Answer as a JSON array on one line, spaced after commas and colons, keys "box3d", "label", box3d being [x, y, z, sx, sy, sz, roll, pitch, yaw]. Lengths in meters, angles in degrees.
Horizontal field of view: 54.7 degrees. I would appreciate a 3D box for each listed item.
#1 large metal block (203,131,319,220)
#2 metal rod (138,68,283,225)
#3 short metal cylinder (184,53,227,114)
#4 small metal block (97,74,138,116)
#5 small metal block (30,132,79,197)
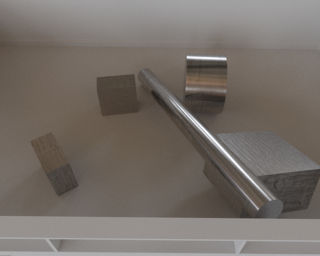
[{"box3d": [0.103, 0.045, 0.326, 0.081, 0.050, 0.080, -3, 27, -19], "label": "large metal block"}, {"box3d": [0.030, -0.008, 0.352, 0.025, 0.025, 0.300, -16, 34, -14], "label": "metal rod"}, {"box3d": [0.059, -0.060, 0.420, 0.050, 0.080, 0.080, 3, 50, 2], "label": "short metal cylinder"}, {"box3d": [-0.058, -0.045, 0.426, 0.050, 0.050, 0.025, -6, 51, -5], "label": "small metal block"}, {"box3d": [-0.120, 0.041, 0.352, 0.025, 0.050, 0.050, -27, 55, -21], "label": "small metal block"}]
